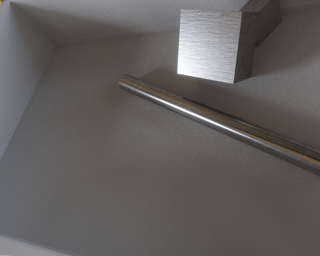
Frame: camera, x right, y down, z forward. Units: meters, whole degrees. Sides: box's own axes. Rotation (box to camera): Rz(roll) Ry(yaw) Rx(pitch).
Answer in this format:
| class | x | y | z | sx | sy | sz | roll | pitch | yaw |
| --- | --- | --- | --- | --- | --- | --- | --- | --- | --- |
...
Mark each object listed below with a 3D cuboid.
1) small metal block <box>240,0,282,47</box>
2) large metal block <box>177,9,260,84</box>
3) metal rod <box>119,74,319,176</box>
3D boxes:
| class | x | y | z | sx | sy | sz | roll | pitch | yaw |
| --- | --- | --- | --- | --- | --- | --- | --- | --- | --- |
| small metal block | 0.132 | -0.145 | 0.409 | 0.050 | 0.050 | 0.025 | -46 | 51 | -4 |
| large metal block | 0.071 | -0.105 | 0.389 | 0.080 | 0.079 | 0.050 | 18 | 26 | 34 |
| metal rod | 0.055 | -0.017 | 0.386 | 0.300 | 0.025 | 0.025 | 27 | 76 | 36 |
